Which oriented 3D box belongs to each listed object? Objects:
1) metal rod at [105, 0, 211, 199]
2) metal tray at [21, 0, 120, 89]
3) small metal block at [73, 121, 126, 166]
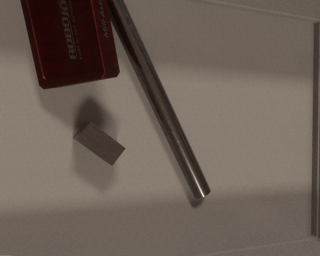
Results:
[{"bbox_3d":[-0.004,-0.042,0.410,0.025,0.025,0.299,-28,100,-18],"label":"metal rod"},{"bbox_3d":[-0.100,-0.113,0.337,0.030,0.090,0.129,-27,109,-64],"label":"metal tray"},{"bbox_3d":[-0.074,0.018,0.371,0.050,0.050,0.025,40,77,-16],"label":"small metal block"}]
